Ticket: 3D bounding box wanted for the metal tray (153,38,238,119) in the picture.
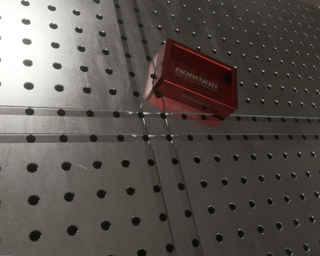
[{"bbox_3d":[0.059,-0.077,0.485,0.131,0.030,0.090,20,54,-17],"label":"metal tray"}]
